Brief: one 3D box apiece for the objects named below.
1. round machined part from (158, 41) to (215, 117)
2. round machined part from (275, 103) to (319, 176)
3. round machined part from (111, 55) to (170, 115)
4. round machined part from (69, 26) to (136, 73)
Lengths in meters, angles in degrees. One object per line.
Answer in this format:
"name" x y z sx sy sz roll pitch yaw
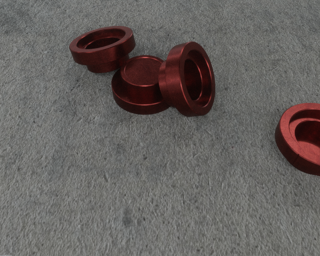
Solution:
"round machined part" 0.034 -0.063 0.418 0.042 0.098 0.098 -6 43 35
"round machined part" 0.190 0.018 0.378 0.099 0.042 0.098 0 50 0
"round machined part" -0.021 -0.069 0.450 0.099 0.042 0.098 0 50 0
"round machined part" -0.086 -0.120 0.481 0.098 0.042 0.098 -8 37 6
